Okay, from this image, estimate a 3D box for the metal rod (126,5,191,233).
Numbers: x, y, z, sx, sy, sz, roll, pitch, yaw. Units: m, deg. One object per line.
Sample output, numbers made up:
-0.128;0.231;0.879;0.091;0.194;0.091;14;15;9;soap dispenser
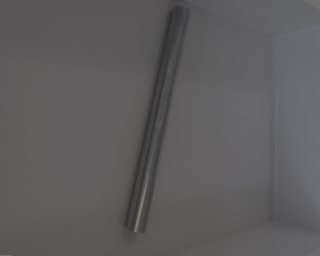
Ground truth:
0.000;-0.019;0.405;0.025;0.025;0.299;20;78;-38;metal rod
